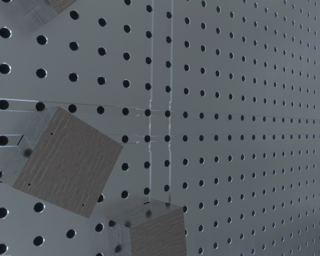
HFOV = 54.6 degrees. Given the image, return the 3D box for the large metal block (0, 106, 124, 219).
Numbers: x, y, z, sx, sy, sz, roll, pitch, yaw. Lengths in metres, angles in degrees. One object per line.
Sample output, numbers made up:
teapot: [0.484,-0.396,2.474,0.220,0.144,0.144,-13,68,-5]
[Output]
large metal block: [-0.097,0.034,0.311,0.080,0.050,0.080,37,68,-34]

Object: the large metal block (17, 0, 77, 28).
large metal block: [-0.108,-0.160,0.301,0.080,0.050,0.080,52,60,-27]

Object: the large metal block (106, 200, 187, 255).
large metal block: [-0.015,0.142,0.380,0.081,0.050,0.080,-8,96,-40]
